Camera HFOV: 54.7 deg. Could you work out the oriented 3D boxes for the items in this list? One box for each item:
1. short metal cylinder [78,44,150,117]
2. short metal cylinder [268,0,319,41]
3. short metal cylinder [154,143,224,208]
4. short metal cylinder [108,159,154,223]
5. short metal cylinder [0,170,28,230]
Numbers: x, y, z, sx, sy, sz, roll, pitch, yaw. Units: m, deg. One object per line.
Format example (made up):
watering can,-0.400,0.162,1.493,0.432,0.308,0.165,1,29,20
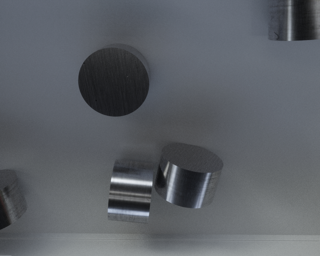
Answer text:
short metal cylinder,-0.053,-0.059,0.375,0.081,0.050,0.079,0,110,0
short metal cylinder,0.160,-0.126,0.337,0.080,0.080,0.050,-6,110,2
short metal cylinder,0.037,0.060,0.404,0.081,0.080,0.050,10,110,-4
short metal cylinder,-0.038,0.084,0.412,0.050,0.080,0.079,6,110,-2
short metal cylinder,-0.228,0.097,0.416,0.080,0.080,0.050,-8,110,3
